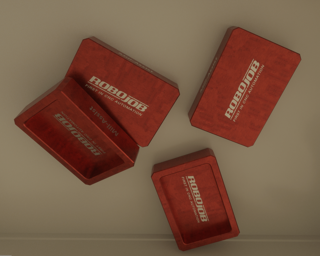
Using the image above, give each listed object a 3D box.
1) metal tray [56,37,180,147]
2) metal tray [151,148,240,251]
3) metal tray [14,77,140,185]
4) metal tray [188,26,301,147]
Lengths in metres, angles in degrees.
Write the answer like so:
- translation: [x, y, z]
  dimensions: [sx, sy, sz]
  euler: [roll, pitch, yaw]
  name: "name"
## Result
- translation: [-0.052, -0.044, 0.392]
  dimensions: [0.131, 0.030, 0.090]
  euler: [28, 107, -10]
  name: "metal tray"
- translation: [0.051, 0.103, 0.440]
  dimensions: [0.090, 0.030, 0.129]
  euler: [-18, 104, 6]
  name: "metal tray"
- translation: [-0.100, 0.010, 0.386]
  dimensions: [0.090, 0.030, 0.130]
  euler: [-27, 118, 30]
  name: "metal tray"
- translation: [0.102, -0.050, 0.391]
  dimensions: [0.090, 0.030, 0.129]
  euler: [21, 109, -8]
  name: "metal tray"
